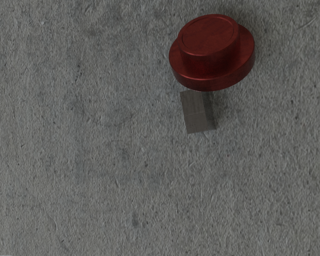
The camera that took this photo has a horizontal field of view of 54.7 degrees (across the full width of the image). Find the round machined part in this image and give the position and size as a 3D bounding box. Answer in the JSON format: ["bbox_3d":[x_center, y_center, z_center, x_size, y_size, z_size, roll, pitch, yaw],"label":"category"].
[{"bbox_3d":[0.057,-0.092,0.355,0.098,0.042,0.098,-9,54,12],"label":"round machined part"}]

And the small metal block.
[{"bbox_3d":[0.047,-0.020,0.379,0.025,0.050,0.050,-12,86,20],"label":"small metal block"}]
